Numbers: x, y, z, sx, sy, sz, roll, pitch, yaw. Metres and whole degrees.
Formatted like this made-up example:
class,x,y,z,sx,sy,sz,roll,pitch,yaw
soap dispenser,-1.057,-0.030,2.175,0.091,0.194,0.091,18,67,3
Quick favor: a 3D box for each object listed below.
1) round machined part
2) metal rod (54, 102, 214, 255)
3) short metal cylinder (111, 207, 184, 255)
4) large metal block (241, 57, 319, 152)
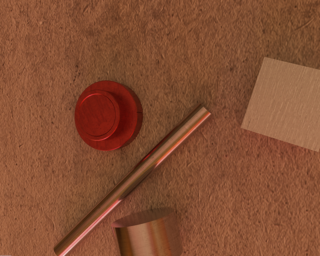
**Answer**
class,x,y,z,sx,sy,sz,roll,pitch,yaw
round machined part,-0.077,-0.017,0.426,0.098,0.042,0.097,0,90,19
metal rod,-0.044,0.078,0.423,0.299,0.025,0.025,-45,76,14
short metal cylinder,-0.016,0.135,0.384,0.080,0.080,0.050,-15,85,19
large metal block,0.144,-0.026,0.345,0.080,0.050,0.080,19,96,18
